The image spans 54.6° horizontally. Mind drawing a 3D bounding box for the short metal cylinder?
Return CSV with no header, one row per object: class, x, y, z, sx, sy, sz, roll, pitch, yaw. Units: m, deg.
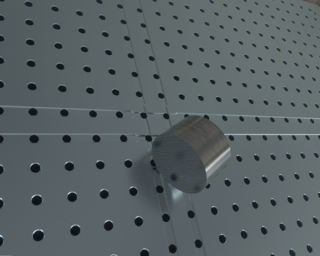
short metal cylinder,0.037,0.031,0.373,0.050,0.080,0.080,-34,81,-38
